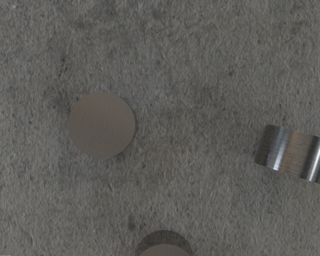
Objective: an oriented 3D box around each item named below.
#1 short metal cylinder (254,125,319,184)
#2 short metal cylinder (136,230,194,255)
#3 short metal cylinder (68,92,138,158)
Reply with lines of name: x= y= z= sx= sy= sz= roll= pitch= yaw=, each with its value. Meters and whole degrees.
short metal cylinder: x=0.164 y=0.032 z=0.385 sx=0.080 sy=0.080 sz=0.050 roll=18 pitch=90 yaw=-1
short metal cylinder: x=0.006 y=0.179 z=0.398 sx=0.081 sy=0.050 sz=0.079 roll=0 pitch=90 yaw=-1
short metal cylinder: x=-0.070 y=-0.004 z=0.397 sx=0.081 sy=0.050 sz=0.079 roll=0 pitch=90 yaw=-1
